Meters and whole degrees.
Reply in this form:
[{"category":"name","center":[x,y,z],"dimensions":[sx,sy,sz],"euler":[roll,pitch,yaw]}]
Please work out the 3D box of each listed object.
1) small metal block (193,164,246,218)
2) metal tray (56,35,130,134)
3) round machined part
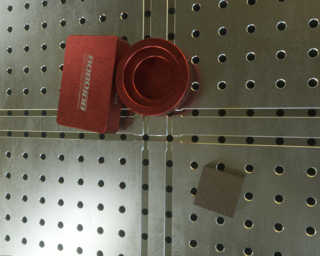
[{"category":"small metal block","center":[0.075,0.077,0.386],"dimensions":[0.050,0.025,0.050],"euler":[16,95,19]},{"category":"metal tray","center":[-0.096,-0.062,0.437],"dimensions":[0.090,0.030,0.129],"euler":[10,93,28]},{"category":"round machined part","center":[-0.005,-0.064,0.405],"dimensions":[0.098,0.042,0.097],"euler":[0,90,19]}]
